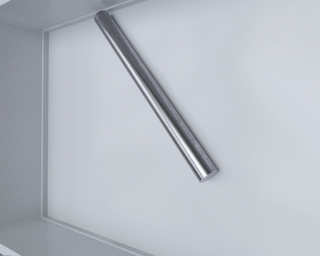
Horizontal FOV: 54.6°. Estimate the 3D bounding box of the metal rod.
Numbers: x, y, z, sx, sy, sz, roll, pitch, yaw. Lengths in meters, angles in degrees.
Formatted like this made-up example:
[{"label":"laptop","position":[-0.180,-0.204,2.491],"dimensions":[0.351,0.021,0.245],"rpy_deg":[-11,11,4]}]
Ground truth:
[{"label":"metal rod","position":[-0.017,-0.058,0.421],"dimensions":[0.025,0.025,0.299],"rpy_deg":[-48,62,30]}]
